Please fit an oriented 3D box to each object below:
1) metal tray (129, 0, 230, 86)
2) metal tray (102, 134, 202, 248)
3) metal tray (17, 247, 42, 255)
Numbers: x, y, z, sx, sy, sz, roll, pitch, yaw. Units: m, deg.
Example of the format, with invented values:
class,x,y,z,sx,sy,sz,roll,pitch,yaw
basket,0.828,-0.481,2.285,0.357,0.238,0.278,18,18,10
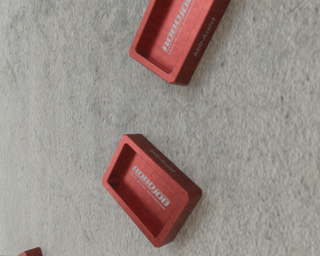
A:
class,x,y,z,sx,sy,sz,roll,pitch,yaw
metal tray,0.022,-0.129,0.381,0.090,0.030,0.129,40,114,32
metal tray,-0.017,0.079,0.413,0.130,0.030,0.089,41,114,32
metal tray,-0.253,0.312,0.606,0.090,0.030,0.130,-35,69,34
